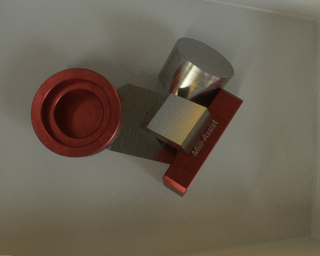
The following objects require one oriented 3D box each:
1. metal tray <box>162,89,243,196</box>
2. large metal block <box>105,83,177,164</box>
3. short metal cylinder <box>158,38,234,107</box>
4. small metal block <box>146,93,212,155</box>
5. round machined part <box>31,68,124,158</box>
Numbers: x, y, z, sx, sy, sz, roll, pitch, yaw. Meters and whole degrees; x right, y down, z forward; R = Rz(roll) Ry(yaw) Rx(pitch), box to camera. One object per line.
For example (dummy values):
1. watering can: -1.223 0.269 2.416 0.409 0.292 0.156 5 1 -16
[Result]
1. metal tray: 0.052 0.023 0.393 0.030 0.090 0.130 32 78 10
2. large metal block: -0.019 -0.003 0.390 0.081 0.050 0.080 16 85 -20
3. short metal cylinder: 0.045 -0.069 0.391 0.081 0.080 0.050 17 129 -20
4. small metal block: 0.022 -0.005 0.350 0.050 0.050 0.025 -54 145 -12
5. round machined part: -0.090 -0.015 0.355 0.099 0.042 0.097 0 85 2
